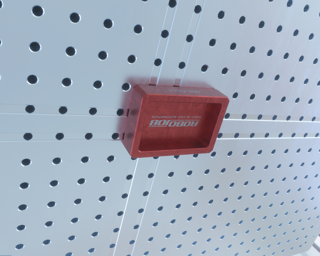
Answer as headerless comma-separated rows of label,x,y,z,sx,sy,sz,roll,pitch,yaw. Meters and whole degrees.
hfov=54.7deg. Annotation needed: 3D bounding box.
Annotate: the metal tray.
metal tray,0.022,-0.008,0.416,0.131,0.030,0.089,-1,119,-28
